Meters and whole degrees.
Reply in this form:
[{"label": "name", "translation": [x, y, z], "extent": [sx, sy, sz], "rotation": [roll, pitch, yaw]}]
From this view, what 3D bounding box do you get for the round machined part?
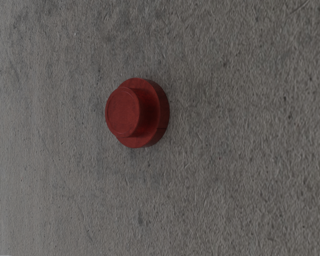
[{"label": "round machined part", "translation": [-0.038, -0.021, 0.426], "extent": [0.098, 0.042, 0.097], "rotation": [0, 90, 40]}]
